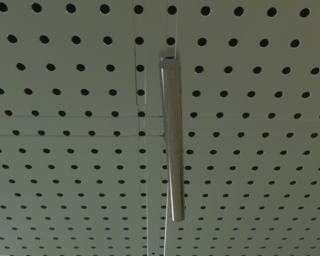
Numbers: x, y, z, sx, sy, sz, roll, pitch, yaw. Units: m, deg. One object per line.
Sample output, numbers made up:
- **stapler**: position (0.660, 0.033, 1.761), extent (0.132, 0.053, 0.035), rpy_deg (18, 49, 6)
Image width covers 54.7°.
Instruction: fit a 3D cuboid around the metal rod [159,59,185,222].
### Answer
- **metal rod**: position (0.021, 0.041, 0.446), extent (0.025, 0.025, 0.298), rpy_deg (-3, 130, 2)
